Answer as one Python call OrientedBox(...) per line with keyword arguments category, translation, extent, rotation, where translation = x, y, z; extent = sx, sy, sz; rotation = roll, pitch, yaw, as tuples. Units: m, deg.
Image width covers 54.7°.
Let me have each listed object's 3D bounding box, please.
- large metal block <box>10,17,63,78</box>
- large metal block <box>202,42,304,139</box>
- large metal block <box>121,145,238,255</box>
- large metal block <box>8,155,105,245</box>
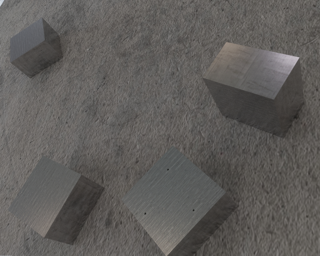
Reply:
OrientedBox(category="large metal block", translation=(-0.246, -0.159, 0.615), extent=(0.080, 0.050, 0.080), rotation=(-29, 52, 9))
OrientedBox(category="large metal block", translation=(0.104, -0.041, 0.339), extent=(0.080, 0.080, 0.050), rotation=(25, 76, 37))
OrientedBox(category="large metal block", translation=(0.020, 0.079, 0.328), extent=(0.080, 0.050, 0.080), rotation=(-46, 51, -4))
OrientedBox(category="large metal block", translation=(-0.133, 0.092, 0.402), extent=(0.080, 0.050, 0.080), rotation=(17, 70, 34))
